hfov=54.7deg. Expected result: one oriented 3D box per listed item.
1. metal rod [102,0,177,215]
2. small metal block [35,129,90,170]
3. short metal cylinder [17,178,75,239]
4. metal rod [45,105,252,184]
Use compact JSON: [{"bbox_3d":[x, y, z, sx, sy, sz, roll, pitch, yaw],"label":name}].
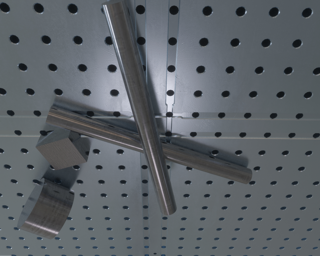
[{"bbox_3d":[-0.016,-0.002,0.384,0.025,0.025,0.298,-9,122,7],"label":"metal rod"},{"bbox_3d":[-0.135,0.029,0.435,0.050,0.025,0.050,-16,129,13],"label":"small metal block"},{"bbox_3d":[-0.176,0.124,0.480,0.050,0.080,0.080,31,124,-24],"label":"short metal cylinder"},{"bbox_3d":[-0.004,0.029,0.435,0.302,0.025,0.025,18,128,-16],"label":"metal rod"}]
